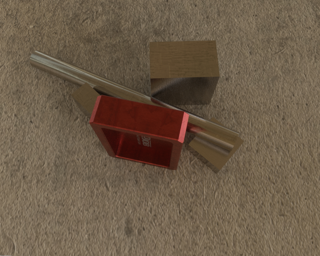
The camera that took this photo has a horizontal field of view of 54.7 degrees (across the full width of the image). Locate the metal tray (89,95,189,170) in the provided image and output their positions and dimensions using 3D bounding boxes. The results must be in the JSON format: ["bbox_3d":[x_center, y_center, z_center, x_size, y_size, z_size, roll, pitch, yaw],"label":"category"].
[{"bbox_3d":[-0.020,0.011,0.349,0.090,0.130,0.030,12,71,4],"label":"metal tray"}]

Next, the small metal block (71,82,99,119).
[{"bbox_3d":[-0.083,-0.025,0.403,0.050,0.050,0.025,43,75,13],"label":"small metal block"}]

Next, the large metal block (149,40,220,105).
[{"bbox_3d":[0.028,-0.068,0.404,0.081,0.080,0.050,-2,70,-1],"label":"large metal block"}]

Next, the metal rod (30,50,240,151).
[{"bbox_3d":[-0.043,-0.041,0.409,0.301,0.025,0.025,23,72,13],"label":"metal rod"}]

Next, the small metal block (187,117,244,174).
[{"bbox_3d":[0.071,0.023,0.402,0.050,0.025,0.050,40,74,13],"label":"small metal block"}]
